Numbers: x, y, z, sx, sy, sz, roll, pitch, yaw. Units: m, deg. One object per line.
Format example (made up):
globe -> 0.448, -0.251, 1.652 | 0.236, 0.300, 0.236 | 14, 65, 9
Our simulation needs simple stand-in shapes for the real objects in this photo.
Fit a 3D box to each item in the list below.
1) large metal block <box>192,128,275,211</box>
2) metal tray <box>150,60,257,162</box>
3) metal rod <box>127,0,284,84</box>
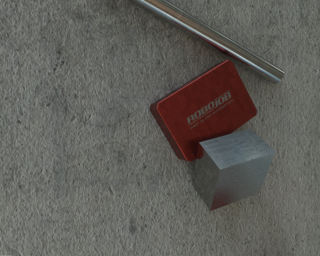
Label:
large metal block -> 0.094, 0.055, 0.412 | 0.081, 0.050, 0.079 | -14, 132, -20
metal tray -> 0.063, -0.025, 0.431 | 0.131, 0.030, 0.090 | -33, 101, -17
metal rod -> 0.052, -0.137, 0.429 | 0.302, 0.025, 0.025 | 24, 82, -19
